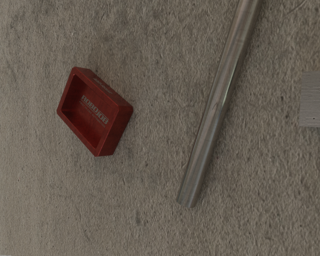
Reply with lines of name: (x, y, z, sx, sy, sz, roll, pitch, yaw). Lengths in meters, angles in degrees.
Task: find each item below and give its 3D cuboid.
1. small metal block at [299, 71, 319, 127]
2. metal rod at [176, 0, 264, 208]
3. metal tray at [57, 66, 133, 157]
small metal block: (0.156, -0.025, 0.276, 0.050, 0.025, 0.050, 5, 93, 39)
metal rod: (0.071, -0.049, 0.344, 0.025, 0.025, 0.298, 25, 106, 37)
metal tray: (-0.107, -0.027, 0.486, 0.130, 0.030, 0.089, 41, 114, 32)
